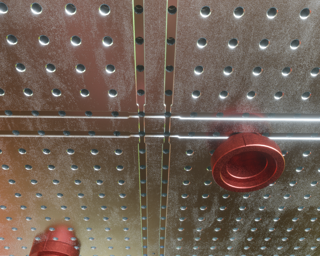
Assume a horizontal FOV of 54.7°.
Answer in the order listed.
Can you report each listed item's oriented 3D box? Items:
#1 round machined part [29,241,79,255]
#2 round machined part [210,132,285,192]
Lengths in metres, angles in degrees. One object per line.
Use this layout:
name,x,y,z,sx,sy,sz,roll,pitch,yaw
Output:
round machined part,-0.219,0.275,0.632,0.099,0.042,0.097,-1,130,0
round machined part,0.121,0.045,0.441,0.099,0.042,0.097,-1,130,0
